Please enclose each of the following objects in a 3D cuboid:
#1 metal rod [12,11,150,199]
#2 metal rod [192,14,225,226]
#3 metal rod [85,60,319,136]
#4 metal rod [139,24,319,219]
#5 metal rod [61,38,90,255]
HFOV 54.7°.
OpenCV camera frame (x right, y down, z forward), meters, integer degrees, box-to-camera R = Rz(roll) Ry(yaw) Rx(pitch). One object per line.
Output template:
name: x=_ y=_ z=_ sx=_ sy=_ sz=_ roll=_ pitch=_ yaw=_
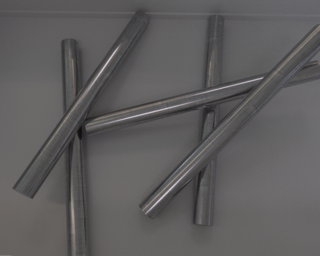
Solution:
metal rod: x=-0.089 y=-0.048 z=0.405 sx=0.025 sy=0.025 sz=0.300 roll=23 pitch=64 yaw=8
metal rod: x=0.068 y=-0.024 z=0.418 sx=0.025 sy=0.025 sz=0.299 roll=6 pitch=70 yaw=2
metal rod: x=0.053 y=-0.037 z=0.397 sx=0.302 sy=0.025 sz=0.025 roll=-14 pitch=71 yaw=2
metal rod: x=0.088 y=-0.006 z=0.370 sx=0.300 sy=0.025 sz=0.025 roll=-46 pitch=76 yaw=1
metal rod: x=-0.112 y=0.016 z=0.402 sx=0.025 sy=0.025 sz=0.299 roll=-7 pitch=70 yaw=-3
